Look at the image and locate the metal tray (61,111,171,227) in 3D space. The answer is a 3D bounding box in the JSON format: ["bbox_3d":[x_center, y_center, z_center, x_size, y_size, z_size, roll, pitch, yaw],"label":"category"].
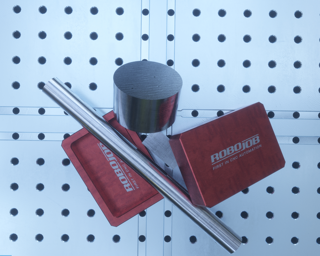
[{"bbox_3d":[-0.055,0.050,0.406,0.090,0.030,0.130,-32,90,0],"label":"metal tray"}]

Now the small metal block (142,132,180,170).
[{"bbox_3d":[0.005,0.025,0.396,0.050,0.050,0.025,41,90,0],"label":"small metal block"}]

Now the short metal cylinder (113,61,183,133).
[{"bbox_3d":[-0.016,-0.039,0.376,0.080,0.080,0.050,8,132,0],"label":"short metal cylinder"}]

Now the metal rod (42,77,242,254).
[{"bbox_3d":[-0.021,0.046,0.379,0.300,0.025,0.025,41,90,-1],"label":"metal rod"}]

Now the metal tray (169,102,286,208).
[{"bbox_3d":[0.086,0.030,0.382,0.131,0.030,0.090,-21,90,-25],"label":"metal tray"}]
